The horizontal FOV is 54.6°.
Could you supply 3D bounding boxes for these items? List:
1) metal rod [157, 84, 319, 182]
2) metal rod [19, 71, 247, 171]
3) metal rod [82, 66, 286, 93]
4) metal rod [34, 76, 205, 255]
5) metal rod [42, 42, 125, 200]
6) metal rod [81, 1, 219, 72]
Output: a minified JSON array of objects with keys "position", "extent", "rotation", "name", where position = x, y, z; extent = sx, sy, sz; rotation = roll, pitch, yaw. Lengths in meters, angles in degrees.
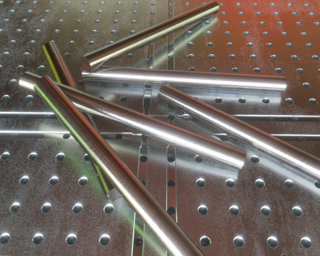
[{"position":[0.125,0.015,0.395],"extent":[0.300,0.025,0.025],"rotation":[29,56,22],"name":"metal rod"},{"position":[-0.040,-0.012,0.394],"extent":[0.301,0.025,0.025],"rotation":[20,53,8],"name":"metal rod"},{"position":[0.034,-0.075,0.470],"extent":[0.301,0.025,0.025],"rotation":[4,50,3],"name":"metal rod"},{"position":[-0.046,0.047,0.334],"extent":[0.025,0.025,0.300],"rotation":[-35,68,-25],"name":"metal rod"},{"position":[-0.116,-0.030,0.432],"extent":[0.025,0.025,0.300],"rotation":[-21,53,-17],"name":"metal rod"},{"position":[-0.001,-0.164,0.528],"extent":[0.025,0.025,0.302],"rotation":[38,54,27],"name":"metal rod"}]
